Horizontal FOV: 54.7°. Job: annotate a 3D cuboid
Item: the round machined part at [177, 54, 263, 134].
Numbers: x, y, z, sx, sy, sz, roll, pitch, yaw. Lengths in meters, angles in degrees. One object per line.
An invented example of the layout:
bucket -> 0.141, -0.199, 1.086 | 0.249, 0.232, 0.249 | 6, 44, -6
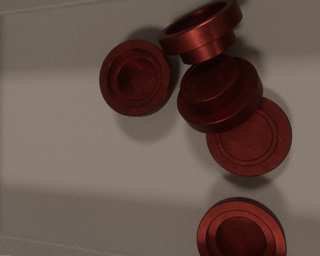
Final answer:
round machined part -> 0.062, -0.045, 0.353 | 0.098, 0.042, 0.098 | -20, 48, 23

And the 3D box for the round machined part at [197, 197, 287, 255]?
round machined part -> 0.097, 0.130, 0.367 | 0.098, 0.042, 0.097 | 0, 90, 19

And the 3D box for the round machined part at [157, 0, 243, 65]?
round machined part -> 0.050, -0.109, 0.363 | 0.098, 0.098, 0.042 | -21, 116, 18

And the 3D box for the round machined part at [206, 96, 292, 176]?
round machined part -> 0.103, 0.009, 0.365 | 0.098, 0.042, 0.097 | 0, 90, 19

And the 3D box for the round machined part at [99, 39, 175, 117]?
round machined part -> -0.027, -0.063, 0.410 | 0.098, 0.042, 0.097 | 0, 90, 19
